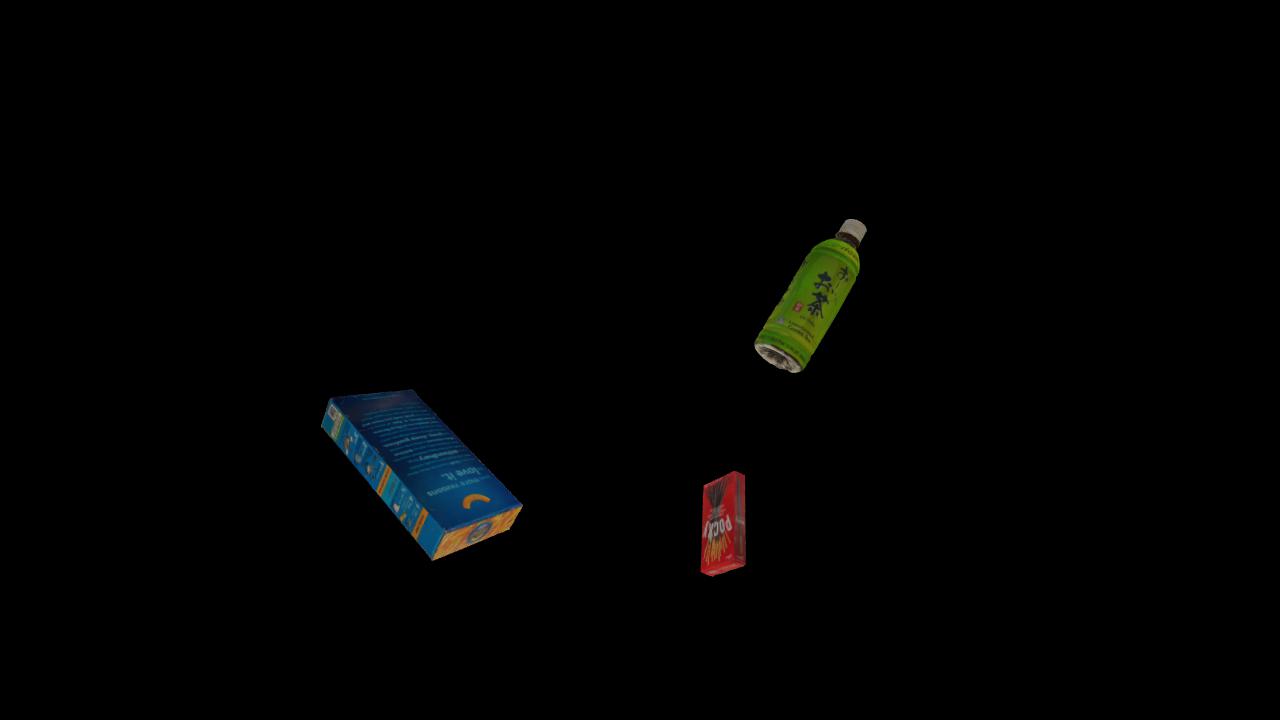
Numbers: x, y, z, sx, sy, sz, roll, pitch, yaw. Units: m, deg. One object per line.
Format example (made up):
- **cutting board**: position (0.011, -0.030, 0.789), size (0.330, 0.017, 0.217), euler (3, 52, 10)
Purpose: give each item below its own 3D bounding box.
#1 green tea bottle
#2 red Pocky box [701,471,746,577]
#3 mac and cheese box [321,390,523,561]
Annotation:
- **green tea bottle**: position (0.224, -0.087, 0.779), size (0.073, 0.212, 0.073), euler (31, -13, 8)
- **red Pocky box**: position (0.135, 0.264, 0.999), size (0.028, 0.155, 0.083), euler (27, -42, -25)
- **mac and cheese box**: position (-0.204, 0.098, 0.574), size (0.184, 0.041, 0.093), euler (39, 21, 25)
